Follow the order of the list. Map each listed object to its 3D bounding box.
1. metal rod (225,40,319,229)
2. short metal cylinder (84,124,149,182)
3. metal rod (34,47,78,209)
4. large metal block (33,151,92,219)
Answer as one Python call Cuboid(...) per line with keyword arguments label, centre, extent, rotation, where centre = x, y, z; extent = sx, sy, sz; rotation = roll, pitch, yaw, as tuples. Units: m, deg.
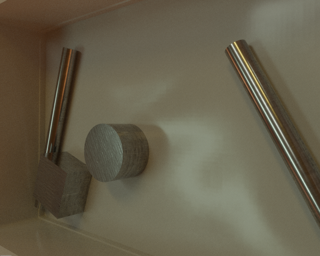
Cuboid(label="metal rod", centre=(0.137, 0.043, 0.292), extent=(0.025, 0.025, 0.299), rotation=(-35, 69, 34))
Cuboid(label="short metal cylinder", centre=(-0.062, 0.034, 0.440), extent=(0.080, 0.050, 0.079), rotation=(0, 90, 39))
Cuboid(label="metal rod", centre=(-0.189, 0.006, 0.559), extent=(0.025, 0.025, 0.298), rotation=(23, 104, 37))
Cuboid(label="large metal block", centre=(-0.165, 0.093, 0.524), extent=(0.080, 0.050, 0.079), rotation=(24, 105, 37))
